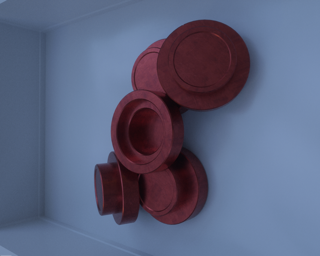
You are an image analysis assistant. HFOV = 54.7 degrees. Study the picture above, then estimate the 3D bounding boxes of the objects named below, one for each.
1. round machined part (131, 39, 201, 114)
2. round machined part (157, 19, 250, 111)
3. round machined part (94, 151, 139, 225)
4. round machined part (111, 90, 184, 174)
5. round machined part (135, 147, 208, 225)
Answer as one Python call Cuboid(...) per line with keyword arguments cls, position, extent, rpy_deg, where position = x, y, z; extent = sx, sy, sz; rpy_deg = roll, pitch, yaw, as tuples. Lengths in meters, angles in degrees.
Cuboid(cls="round machined part", position=(0.002, -0.064, 0.390), extent=(0.098, 0.042, 0.097), rpy_deg=(0, 90, 39))
Cuboid(cls="round machined part", position=(0.045, -0.068, 0.328), extent=(0.098, 0.042, 0.097), rpy_deg=(0, 87, 9))
Cuboid(cls="round machined part", position=(-0.062, 0.080, 0.415), extent=(0.098, 0.042, 0.097), rpy_deg=(177, 90, -69))
Cuboid(cls="round machined part", position=(-0.011, 0.004, 0.372), extent=(0.098, 0.042, 0.097), rpy_deg=(0, 90, 39))
Cuboid(cls="round machined part", position=(0.007, 0.072, 0.386), extent=(0.098, 0.042, 0.097), rpy_deg=(0, 90, 39))
